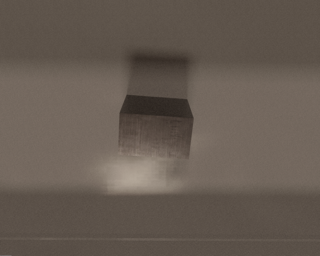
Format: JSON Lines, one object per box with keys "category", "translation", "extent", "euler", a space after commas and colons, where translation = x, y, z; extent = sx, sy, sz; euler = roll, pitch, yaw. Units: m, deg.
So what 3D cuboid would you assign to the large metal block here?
{"category": "large metal block", "translation": [-0.006, -0.004, 0.380], "extent": [0.081, 0.080, 0.050], "euler": [4, 110, -2]}
